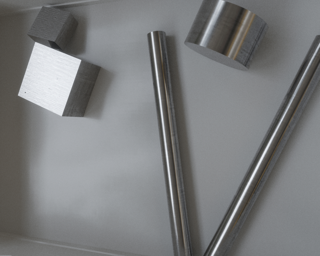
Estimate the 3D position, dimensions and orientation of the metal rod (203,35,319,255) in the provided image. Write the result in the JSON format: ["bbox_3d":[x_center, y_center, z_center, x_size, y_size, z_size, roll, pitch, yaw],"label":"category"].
[{"bbox_3d":[0.125,0.036,0.366,0.025,0.025,0.298,27,99,17],"label":"metal rod"}]

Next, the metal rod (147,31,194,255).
[{"bbox_3d":[0.013,0.023,0.405,0.025,0.025,0.298,-8,87,19],"label":"metal rod"}]

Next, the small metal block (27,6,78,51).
[{"bbox_3d":[-0.158,-0.147,0.457,0.050,0.025,0.050,19,77,18],"label":"small metal block"}]

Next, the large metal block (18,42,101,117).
[{"bbox_3d":[-0.144,-0.068,0.446,0.080,0.050,0.080,24,98,18],"label":"large metal block"}]

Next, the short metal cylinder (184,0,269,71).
[{"bbox_3d":[0.075,-0.105,0.355,0.080,0.080,0.050,27,99,17],"label":"short metal cylinder"}]
